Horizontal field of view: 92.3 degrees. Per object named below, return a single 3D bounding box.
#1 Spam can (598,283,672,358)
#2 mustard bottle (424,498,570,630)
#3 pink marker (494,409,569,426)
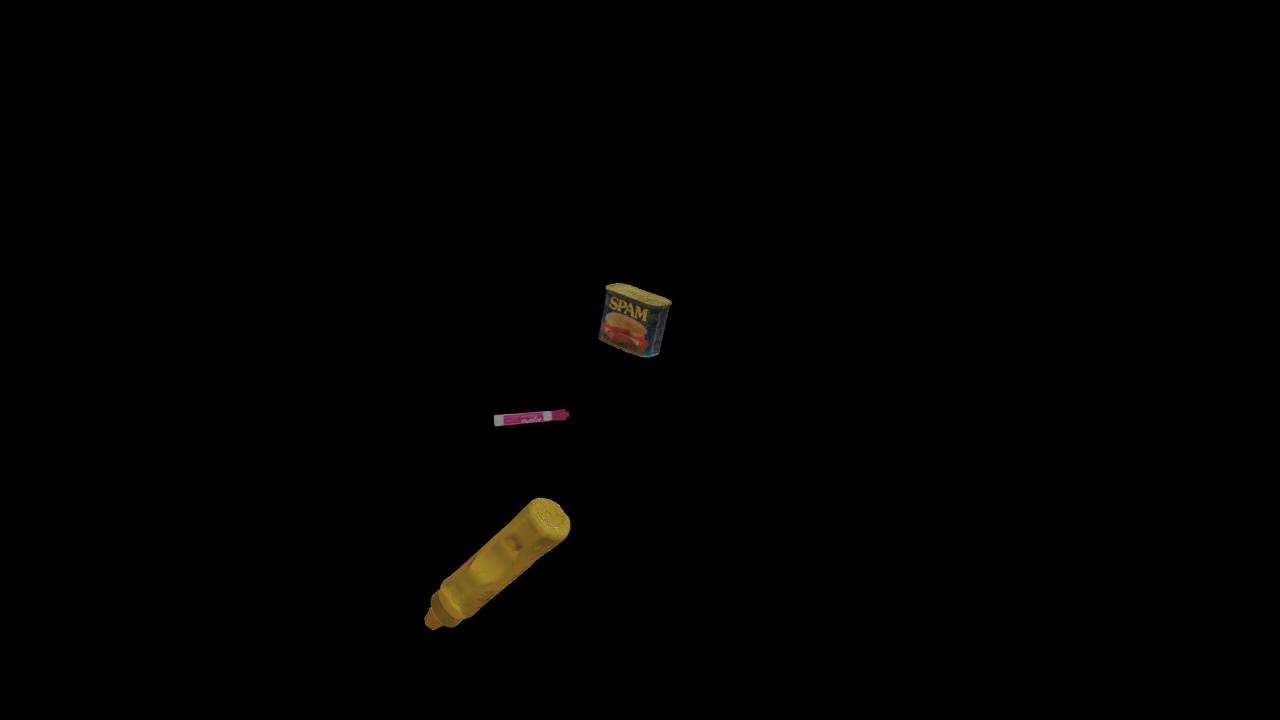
[{"bbox_3d":[-0.010,-0.060,0.930,0.101,0.085,0.058,24,24,27],"label":"Spam can"},{"bbox_3d":[-0.161,0.227,0.663,0.184,0.054,0.092,-42,-5,4],"label":"mustard bottle"},{"bbox_3d":[-0.177,0.094,1.009,0.121,0.020,0.020,-4,1,-10],"label":"pink marker"}]
